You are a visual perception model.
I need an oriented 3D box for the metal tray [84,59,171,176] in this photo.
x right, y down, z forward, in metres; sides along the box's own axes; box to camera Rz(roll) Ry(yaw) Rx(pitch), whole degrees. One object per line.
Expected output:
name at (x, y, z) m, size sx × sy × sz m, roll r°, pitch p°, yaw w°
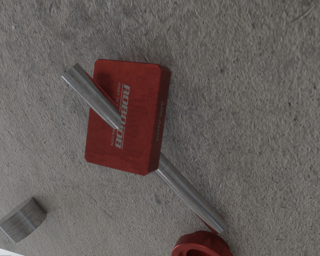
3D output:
metal tray at (-0.041, -0.015, 0.381) m, size 0.090 × 0.030 × 0.129 m, roll 10°, pitch 96°, yaw 22°

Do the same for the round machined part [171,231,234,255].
round machined part at (0.071, 0.200, 0.482) m, size 0.098 × 0.042 × 0.097 m, roll 13°, pitch 124°, yaw 21°

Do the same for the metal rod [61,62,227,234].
metal rod at (-0.008, 0.039, 0.401) m, size 0.025 × 0.025 × 0.300 m, roll -26°, pitch 115°, yaw 37°

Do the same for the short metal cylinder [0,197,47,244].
short metal cylinder at (-0.282, 0.189, 0.637) m, size 0.080 × 0.080 × 0.050 m, roll -27°, pitch 104°, yaw 37°
